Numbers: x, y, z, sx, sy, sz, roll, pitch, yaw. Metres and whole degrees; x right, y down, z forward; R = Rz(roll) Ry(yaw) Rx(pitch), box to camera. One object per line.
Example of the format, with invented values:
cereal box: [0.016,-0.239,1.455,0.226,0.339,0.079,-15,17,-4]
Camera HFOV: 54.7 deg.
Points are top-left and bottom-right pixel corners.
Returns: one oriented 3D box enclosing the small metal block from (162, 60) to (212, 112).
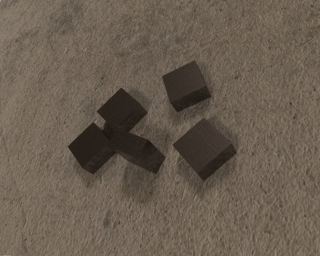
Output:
small metal block: [0.035,-0.057,0.419,0.050,0.025,0.050,-24,53,13]

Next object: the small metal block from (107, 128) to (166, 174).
small metal block: [-0.029,0.029,0.384,0.050,0.050,0.025,19,72,35]

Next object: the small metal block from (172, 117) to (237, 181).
small metal block: [0.051,0.024,0.361,0.050,0.025,0.050,-41,51,0]

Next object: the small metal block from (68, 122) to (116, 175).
small metal block: [-0.094,0.028,0.434,0.050,0.025,0.050,-45,51,-3]

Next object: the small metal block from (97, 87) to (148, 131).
small metal block: [-0.054,-0.023,0.445,0.050,0.025,0.050,-45,51,-4]
